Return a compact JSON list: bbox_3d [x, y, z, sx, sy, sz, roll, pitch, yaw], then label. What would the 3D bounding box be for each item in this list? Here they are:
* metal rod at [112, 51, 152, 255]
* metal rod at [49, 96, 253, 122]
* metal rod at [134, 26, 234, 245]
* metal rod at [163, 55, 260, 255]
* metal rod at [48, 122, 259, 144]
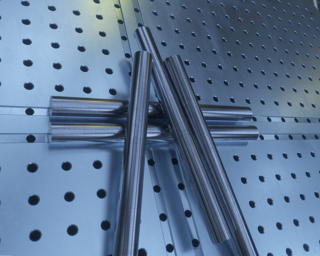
[{"bbox_3d":[-0.030,0.041,0.344,0.025,0.025,0.299,14,63,-21],"label":"metal rod"},{"bbox_3d":[0.007,-0.023,0.428,0.303,0.025,0.025,1,62,-28],"label":"metal rod"},{"bbox_3d":[0.022,-0.007,0.394,0.025,0.025,0.299,-6,65,-31],"label":"metal rod"},{"bbox_3d":[0.065,0.042,0.395,0.025,0.025,0.299,-11,75,-33],"label":"metal rod"},{"bbox_3d":[0.012,0.007,0.412,0.303,0.025,0.025,1,62,-28],"label":"metal rod"}]
